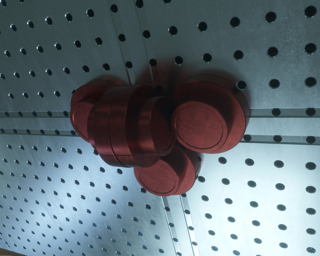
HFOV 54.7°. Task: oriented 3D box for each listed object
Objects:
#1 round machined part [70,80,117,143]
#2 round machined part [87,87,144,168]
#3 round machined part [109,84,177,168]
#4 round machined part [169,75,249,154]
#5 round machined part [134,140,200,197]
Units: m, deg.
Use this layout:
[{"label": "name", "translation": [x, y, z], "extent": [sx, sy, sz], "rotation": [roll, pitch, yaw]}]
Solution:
[{"label": "round machined part", "translation": [-0.086, -0.015, 0.434], "extent": [0.098, 0.042, 0.097], "rotation": [13, 124, 20]}, {"label": "round machined part", "translation": [-0.052, -0.001, 0.381], "extent": [0.042, 0.098, 0.097], "rotation": [1, 119, 27]}, {"label": "round machined part", "translation": [-0.013, -0.002, 0.361], "extent": [0.042, 0.098, 0.097], "rotation": [-1, 118, 28]}, {"label": "round machined part", "translation": [0.051, -0.010, 0.365], "extent": [0.098, 0.042, 0.097], "rotation": [13, 124, 20]}, {"label": "round machined part", "translation": [0.003, 0.056, 0.432], "extent": [0.098, 0.042, 0.097], "rotation": [13, 124, 20]}]
